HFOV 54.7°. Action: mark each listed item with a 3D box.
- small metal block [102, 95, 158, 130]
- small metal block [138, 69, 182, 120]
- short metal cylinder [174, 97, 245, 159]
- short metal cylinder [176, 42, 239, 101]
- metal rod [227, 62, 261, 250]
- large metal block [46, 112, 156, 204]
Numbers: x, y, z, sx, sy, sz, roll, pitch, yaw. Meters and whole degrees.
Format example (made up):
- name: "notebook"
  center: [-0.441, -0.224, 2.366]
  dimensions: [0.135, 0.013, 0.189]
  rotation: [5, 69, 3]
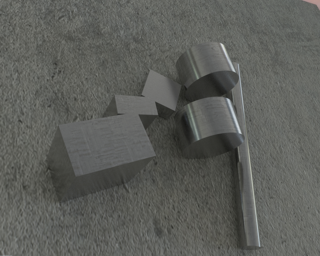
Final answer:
- name: "small metal block"
  center: [-0.037, -0.015, 0.378]
  dimensions: [0.050, 0.050, 0.025]
  rotation: [1, 62, -28]
- name: "small metal block"
  center: [-0.002, -0.047, 0.433]
  dimensions: [0.050, 0.025, 0.050]
  rotation: [25, 53, -13]
- name: "short metal cylinder"
  center: [0.063, 0.002, 0.403]
  dimensions: [0.081, 0.080, 0.050]
  rotation: [1, 61, -28]
- name: "short metal cylinder"
  center: [0.069, -0.081, 0.457]
  dimensions: [0.081, 0.080, 0.050]
  rotation: [-2, 63, -30]
- name: "metal rod"
  center: [0.117, 0.020, 0.457]
  dimensions: [0.025, 0.025, 0.300]
  rotation: [17, 55, -19]
- name: "large metal block"
  center: [-0.063, 0.031, 0.317]
  dimensions: [0.081, 0.080, 0.050]
  rotation: [-12, 68, -33]
